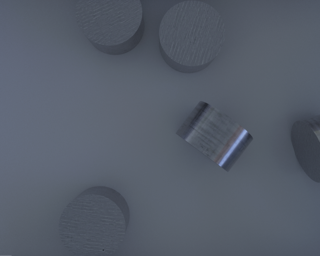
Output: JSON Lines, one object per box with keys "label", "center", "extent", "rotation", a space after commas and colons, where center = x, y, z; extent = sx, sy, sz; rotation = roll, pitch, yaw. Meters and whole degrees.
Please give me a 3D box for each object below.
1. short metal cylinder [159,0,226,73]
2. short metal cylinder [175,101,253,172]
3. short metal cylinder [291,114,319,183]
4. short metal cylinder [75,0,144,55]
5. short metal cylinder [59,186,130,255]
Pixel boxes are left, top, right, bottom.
{"label": "short metal cylinder", "center": [0.039, -0.115, 0.399], "extent": [0.081, 0.050, 0.080], "rotation": [0, 90, 0]}
{"label": "short metal cylinder", "center": [0.066, 0.011, 0.384], "extent": [0.080, 0.080, 0.050], "rotation": [37, 90, 0]}
{"label": "short metal cylinder", "center": [0.208, 0.022, 0.385], "extent": [0.050, 0.080, 0.080], "rotation": [-16, 90, 0]}
{"label": "short metal cylinder", "center": [-0.062, -0.139, 0.398], "extent": [0.081, 0.050, 0.080], "rotation": [0, 90, 0]}
{"label": "short metal cylinder", "center": [-0.082, 0.120, 0.398], "extent": [0.081, 0.050, 0.080], "rotation": [0, 90, 0]}
